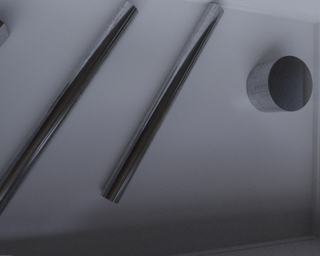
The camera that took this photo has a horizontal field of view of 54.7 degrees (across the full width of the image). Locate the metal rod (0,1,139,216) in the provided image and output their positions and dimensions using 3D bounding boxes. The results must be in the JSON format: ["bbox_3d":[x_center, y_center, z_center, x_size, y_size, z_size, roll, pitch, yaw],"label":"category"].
[{"bbox_3d":[-0.115,-0.028,0.368,0.025,0.025,0.300,35,79,-17],"label":"metal rod"}]

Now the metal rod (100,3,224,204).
[{"bbox_3d":[0.008,-0.040,0.414,0.025,0.025,0.299,32,79,-18],"label":"metal rod"}]

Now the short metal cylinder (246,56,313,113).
[{"bbox_3d":[0.178,-0.063,0.465,0.081,0.050,0.079,0,90,-21],"label":"short metal cylinder"}]

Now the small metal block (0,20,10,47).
[{"bbox_3d":[-0.189,-0.093,0.327,0.025,0.050,0.050,37,78,-17],"label":"small metal block"}]
